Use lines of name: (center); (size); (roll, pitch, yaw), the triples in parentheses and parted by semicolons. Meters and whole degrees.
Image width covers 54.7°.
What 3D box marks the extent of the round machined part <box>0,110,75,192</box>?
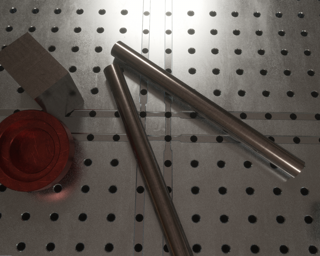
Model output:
round machined part: (-0.154, 0.029, 0.385); (0.099, 0.042, 0.097); (0, 80, 2)

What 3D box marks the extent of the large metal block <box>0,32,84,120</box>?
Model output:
large metal block: (-0.153, -0.062, 0.403); (0.050, 0.080, 0.080); (-43, 76, -14)

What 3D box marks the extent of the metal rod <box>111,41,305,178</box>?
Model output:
metal rod: (0.056, -0.032, 0.423); (0.300, 0.025, 0.025); (35, 74, 11)

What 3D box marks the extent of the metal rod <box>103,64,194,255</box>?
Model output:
metal rod: (-0.015, 0.048, 0.394); (0.025, 0.025, 0.299); (-20, 71, -7)
